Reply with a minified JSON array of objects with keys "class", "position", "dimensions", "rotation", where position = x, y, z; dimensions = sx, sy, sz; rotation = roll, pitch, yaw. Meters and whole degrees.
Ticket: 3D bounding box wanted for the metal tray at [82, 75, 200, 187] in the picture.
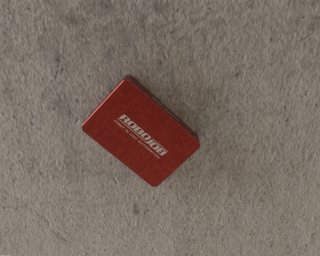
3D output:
[{"class":"metal tray","position":[-0.023,0.006,0.409],"dimensions":[0.130,0.030,0.090],"rotation":[41,105,-14]}]
